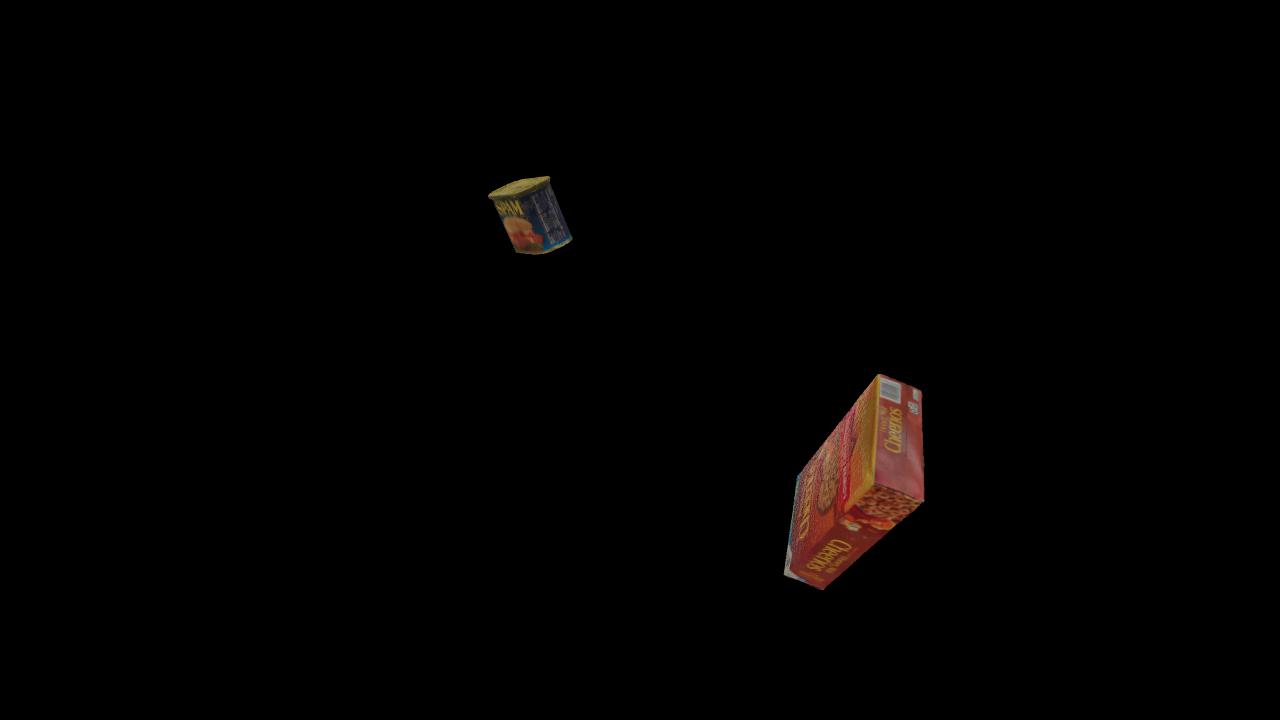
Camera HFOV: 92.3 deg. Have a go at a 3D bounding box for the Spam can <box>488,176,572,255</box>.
[{"bbox_3d":[-0.142,-0.188,0.806,0.058,0.085,0.101,-36,30,-26],"label":"Spam can"}]

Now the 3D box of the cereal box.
[{"bbox_3d":[0.319,0.194,0.941,0.081,0.203,0.306,21,-42,2],"label":"cereal box"}]
